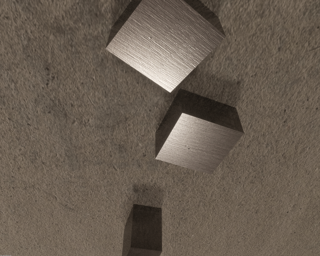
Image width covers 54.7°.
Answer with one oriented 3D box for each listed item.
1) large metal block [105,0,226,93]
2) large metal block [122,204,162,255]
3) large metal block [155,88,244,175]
[{"bbox_3d":[0.005,-0.096,0.309,0.080,0.050,0.080,31,123,-24],"label":"large metal block"},{"bbox_3d":[-0.032,0.191,0.533,0.050,0.080,0.079,12,129,-10],"label":"large metal block"},{"bbox_3d":[0.047,0.006,0.397,0.081,0.050,0.079,17,128,-15],"label":"large metal block"}]
